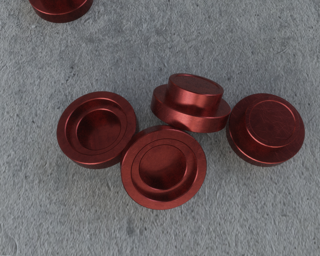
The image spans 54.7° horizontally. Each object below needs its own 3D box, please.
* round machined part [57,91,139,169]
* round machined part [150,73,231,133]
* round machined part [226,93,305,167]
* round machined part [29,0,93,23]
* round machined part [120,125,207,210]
[{"bbox_3d":[-0.074,0.006,0.391,0.099,0.042,0.098,-3,65,6],"label":"round machined part"},{"bbox_3d":[0.040,-0.036,0.384,0.099,0.042,0.098,11,27,-5],"label":"round machined part"},{"bbox_3d":[0.139,-0.002,0.400,0.099,0.042,0.098,0,70,0],"label":"round machined part"},{"bbox_3d":[-0.155,-0.215,0.476,0.099,0.042,0.098,0,70,0],"label":"round machined part"},{"bbox_3d":[0.002,0.043,0.367,0.099,0.042,0.097,-3,105,-11],"label":"round machined part"}]
